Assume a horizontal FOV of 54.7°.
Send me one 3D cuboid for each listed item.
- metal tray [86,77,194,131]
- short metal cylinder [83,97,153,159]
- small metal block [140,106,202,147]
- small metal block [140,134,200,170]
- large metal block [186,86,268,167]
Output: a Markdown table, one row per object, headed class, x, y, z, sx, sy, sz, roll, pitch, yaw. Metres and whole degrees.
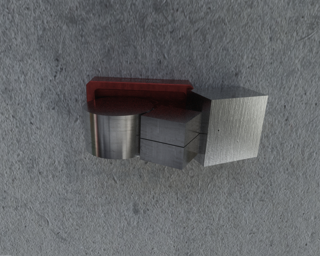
| class | x | y | z | sx | sy | sz | roll | pitch | yaw |
| --- | --- | --- | --- | --- | --- | --- | --- | --- | --- |
| metal tray | -0.025 | -0.017 | 0.401 | 0.131 | 0.030 | 0.089 | 2 | 110 | -1 |
| short metal cylinder | -0.048 | -0.003 | 0.366 | 0.081 | 0.080 | 0.050 | 1 | 110 | -1 |
| small metal block | 0.013 | -0.004 | 0.341 | 0.050 | 0.050 | 0.025 | 11 | 111 | 23 |
| small metal block | 0.012 | 0.021 | 0.349 | 0.050 | 0.050 | 0.025 | 11 | 111 | 23 |
| large metal block | 0.078 | -0.005 | 0.381 | 0.081 | 0.050 | 0.079 | -7 | 113 | -26 |
